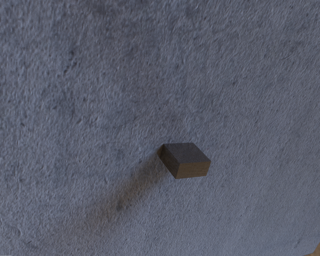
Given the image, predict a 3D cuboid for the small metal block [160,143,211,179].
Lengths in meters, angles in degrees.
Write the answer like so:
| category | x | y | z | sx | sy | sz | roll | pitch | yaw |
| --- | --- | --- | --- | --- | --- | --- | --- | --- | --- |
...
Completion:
| category | x | y | z | sx | sy | sz | roll | pitch | yaw |
| --- | --- | --- | --- | --- | --- | --- | --- | --- | --- |
| small metal block | 0.035 | 0.045 | 0.437 | 0.050 | 0.050 | 0.025 | -1 | 119 | -28 |
